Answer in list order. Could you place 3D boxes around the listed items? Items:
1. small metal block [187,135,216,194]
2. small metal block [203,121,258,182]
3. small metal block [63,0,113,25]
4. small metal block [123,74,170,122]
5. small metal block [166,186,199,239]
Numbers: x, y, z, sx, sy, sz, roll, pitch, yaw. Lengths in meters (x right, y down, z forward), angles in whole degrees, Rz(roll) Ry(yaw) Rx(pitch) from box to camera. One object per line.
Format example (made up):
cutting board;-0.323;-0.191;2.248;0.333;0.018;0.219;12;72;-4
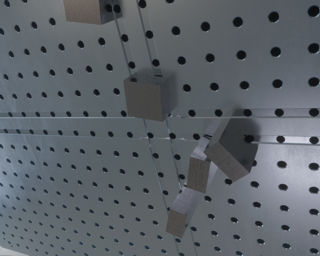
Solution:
small metal block;0.056;0.046;0.394;0.025;0.050;0.050;16;125;19
small metal block;0.085;0.027;0.367;0.050;0.050;0.025;45;129;-3
small metal block;-0.086;-0.151;0.363;0.050;0.025;0.050;13;124;21
small metal block;-0.016;-0.039;0.396;0.050;0.025;0.050;10;123;23
small metal block;0.033;0.123;0.454;0.025;0.050;0.050;19;126;17
